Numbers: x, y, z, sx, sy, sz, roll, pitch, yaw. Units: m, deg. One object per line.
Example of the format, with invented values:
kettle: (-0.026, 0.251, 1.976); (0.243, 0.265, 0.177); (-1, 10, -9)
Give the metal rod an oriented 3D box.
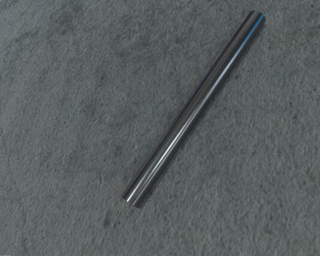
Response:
metal rod: (0.049, -0.032, 0.396); (0.025, 0.025, 0.300); (27, 76, 37)
